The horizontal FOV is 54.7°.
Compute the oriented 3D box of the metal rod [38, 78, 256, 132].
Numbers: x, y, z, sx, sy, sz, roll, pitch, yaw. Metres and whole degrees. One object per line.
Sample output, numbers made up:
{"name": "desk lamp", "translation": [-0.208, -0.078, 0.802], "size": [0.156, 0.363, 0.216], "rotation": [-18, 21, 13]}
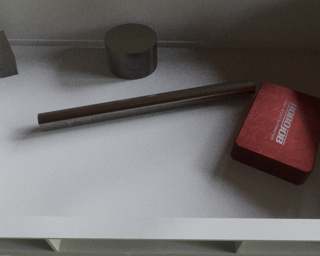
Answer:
{"name": "metal rod", "translation": [-0.011, -0.034, 0.433], "size": [0.302, 0.025, 0.025], "rotation": [-11, 51, -9]}

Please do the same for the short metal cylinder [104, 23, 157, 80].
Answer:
{"name": "short metal cylinder", "translation": [-0.044, -0.122, 0.491], "size": [0.081, 0.050, 0.080], "rotation": [0, 50, 0]}

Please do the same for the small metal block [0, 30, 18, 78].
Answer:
{"name": "small metal block", "translation": [-0.245, -0.115, 0.482], "size": [0.025, 0.050, 0.050], "rotation": [-18, 53, -15]}

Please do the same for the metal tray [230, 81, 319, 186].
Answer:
{"name": "metal tray", "translation": [0.158, 0.001, 0.403], "size": [0.090, 0.030, 0.130], "rotation": [22, 53, 17]}
